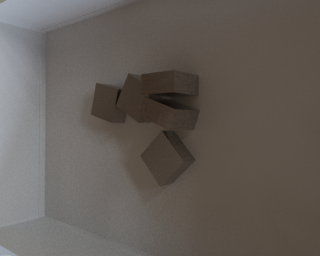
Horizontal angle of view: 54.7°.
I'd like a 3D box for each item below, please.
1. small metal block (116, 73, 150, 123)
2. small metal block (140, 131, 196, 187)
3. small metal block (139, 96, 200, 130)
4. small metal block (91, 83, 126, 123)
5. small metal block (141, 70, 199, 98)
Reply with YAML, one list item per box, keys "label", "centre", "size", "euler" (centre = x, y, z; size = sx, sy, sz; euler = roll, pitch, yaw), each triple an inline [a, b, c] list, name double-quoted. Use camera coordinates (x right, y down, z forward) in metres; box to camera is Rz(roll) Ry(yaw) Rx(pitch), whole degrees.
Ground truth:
- label: "small metal block"
  centre: [-0.028, -0.041, 0.428]
  size: [0.050, 0.025, 0.050]
  euler: [37, 113, 33]
- label: "small metal block"
  centre: [0.009, 0.038, 0.398]
  size: [0.050, 0.025, 0.050]
  euler: [-50, 61, 28]
- label: "small metal block"
  centre: [0.012, -0.018, 0.379]
  size: [0.050, 0.050, 0.025]
  euler: [26, 106, 37]
- label: "small metal block"
  centre: [-0.075, -0.038, 0.466]
  size: [0.050, 0.025, 0.050]
  euler: [20, 102, 38]
- label: "small metal block"
  centre: [0.013, -0.052, 0.378]
  size: [0.050, 0.050, 0.025]
  euler: [1, 91, 39]
